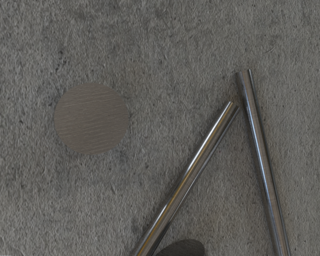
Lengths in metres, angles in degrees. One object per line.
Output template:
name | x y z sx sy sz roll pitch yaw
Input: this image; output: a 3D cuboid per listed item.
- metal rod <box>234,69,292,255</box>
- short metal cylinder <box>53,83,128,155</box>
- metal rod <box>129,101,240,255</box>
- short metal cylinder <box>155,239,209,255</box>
metal rod | 0.157 0.061 0.466 0.025 0.025 0.298 -16 95 -19
short metal cylinder | -0.083 -0.010 0.365 0.081 0.050 0.079 0 90 -20
metal rod | 0.024 0.091 0.417 0.025 0.025 0.300 37 78 -17
short metal cylinder | 0.030 0.188 0.391 0.080 0.080 0.050 -29 100 -18
